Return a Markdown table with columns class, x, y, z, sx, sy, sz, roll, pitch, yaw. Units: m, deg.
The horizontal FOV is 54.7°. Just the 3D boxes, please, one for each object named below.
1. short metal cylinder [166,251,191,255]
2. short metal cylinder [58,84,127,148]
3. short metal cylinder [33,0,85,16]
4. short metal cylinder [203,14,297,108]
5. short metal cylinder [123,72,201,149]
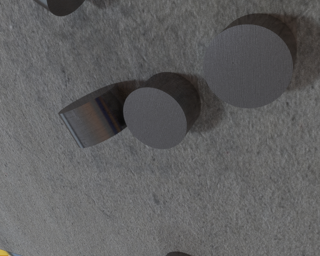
| class | x | y | z | sx | sy | sz | roll | pitch | yaw |
| --- | --- | --- | --- | --- | --- | --- | --- | --- | --- |
| short metal cylinder | 0.035 | 0.261 | 0.533 | 0.080 | 0.050 | 0.079 | 13 | 124 | 20 |
| short metal cylinder | -0.082 | -0.017 | 0.403 | 0.080 | 0.080 | 0.050 | -14 | 111 | 33 |
| short metal cylinder | -0.110 | -0.167 | 0.324 | 0.050 | 0.080 | 0.079 | 35 | 129 | 4 |
| short metal cylinder | 0.089 | -0.066 | 0.303 | 0.080 | 0.050 | 0.079 | 13 | 124 | 20 |
| short metal cylinder | 0.003 | -0.021 | 0.375 | 0.080 | 0.050 | 0.079 | 13 | 124 | 20 |
